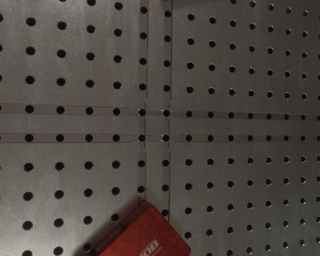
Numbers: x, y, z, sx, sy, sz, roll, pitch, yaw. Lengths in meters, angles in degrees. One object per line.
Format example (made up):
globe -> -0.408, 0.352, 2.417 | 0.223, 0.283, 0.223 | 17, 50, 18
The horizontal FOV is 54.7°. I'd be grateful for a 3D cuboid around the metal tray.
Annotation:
metal tray -> -0.035, 0.171, 0.398 | 0.130, 0.030, 0.090 | -41, 104, -16
